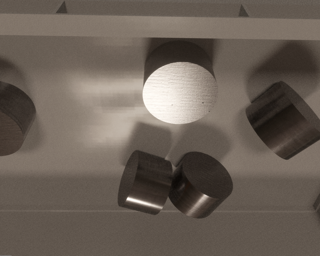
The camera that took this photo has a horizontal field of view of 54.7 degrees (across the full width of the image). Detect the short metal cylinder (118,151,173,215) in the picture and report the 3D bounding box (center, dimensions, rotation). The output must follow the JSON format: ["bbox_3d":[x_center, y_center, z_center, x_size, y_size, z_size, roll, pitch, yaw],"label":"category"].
[{"bbox_3d":[-0.022,0.077,0.439,0.050,0.080,0.079,19,127,-16],"label":"short metal cylinder"}]

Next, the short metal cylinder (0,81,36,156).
[{"bbox_3d":[-0.202,-0.011,0.380,0.081,0.050,0.079,0,130,0],"label":"short metal cylinder"}]

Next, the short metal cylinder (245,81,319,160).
[{"bbox_3d":[0.149,-0.009,0.367,0.080,0.080,0.050,32,123,-25],"label":"short metal cylinder"}]

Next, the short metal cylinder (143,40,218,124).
[{"bbox_3d":[0.022,-0.051,0.350,0.081,0.050,0.079,0,130,0],"label":"short metal cylinder"}]

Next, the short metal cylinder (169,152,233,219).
[{"bbox_3d":[0.056,0.081,0.443,0.080,0.080,0.050,20,127,-17],"label":"short metal cylinder"}]
